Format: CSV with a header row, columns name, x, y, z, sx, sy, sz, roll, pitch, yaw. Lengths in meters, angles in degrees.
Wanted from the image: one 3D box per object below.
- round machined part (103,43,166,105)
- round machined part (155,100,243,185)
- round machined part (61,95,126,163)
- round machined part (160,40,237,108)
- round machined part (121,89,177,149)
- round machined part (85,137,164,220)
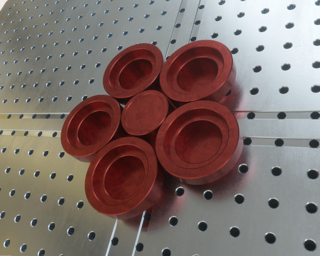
name,x,y,z,sx,sy,sz,roll,pitch,yaw
round machined part,-0.032,-0.075,0.461,0.098,0.042,0.098,-13,56,21
round machined part,0.047,0.020,0.361,0.098,0.042,0.098,-13,56,21
round machined part,-0.088,0.004,0.441,0.098,0.042,0.098,-13,56,21
round machined part,0.052,-0.065,0.410,0.098,0.042,0.098,-13,56,21
round machined part,-0.012,-0.011,0.411,0.098,0.042,0.098,-13,56,21
round machined part,-0.039,0.063,0.379,0.098,0.042,0.098,-13,56,21
